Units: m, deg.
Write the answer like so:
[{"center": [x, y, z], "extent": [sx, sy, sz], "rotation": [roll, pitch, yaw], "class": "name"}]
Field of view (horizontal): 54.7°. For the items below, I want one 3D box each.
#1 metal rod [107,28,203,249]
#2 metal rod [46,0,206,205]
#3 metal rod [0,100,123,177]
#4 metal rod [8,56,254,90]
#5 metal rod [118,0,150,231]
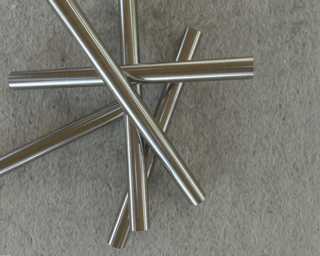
[{"center": [-0.007, 0.013, 0.409], "extent": [0.025, 0.025, 0.299], "rotation": [20, 90, -1], "class": "metal rod"}, {"center": [-0.029, -0.023, 0.362], "extent": [0.025, 0.025, 0.299], "rotation": [-34, 110, 0], "class": "metal rod"}, {"center": [-0.185, 0.039, 0.407], "extent": [0.301, 0.025, 0.025], "rotation": [-26, 90, -1], "class": "metal rod"}, {"center": [-0.045, -0.064, 0.373], "extent": [0.301, 0.025, 0.025], "rotation": [-1, 90, 14], "class": "metal rod"}, {"center": [-0.034, -0.025, 0.393], "extent": [0.025, 0.025, 0.298], "rotation": [-4, 84, -1], "class": "metal rod"}]
